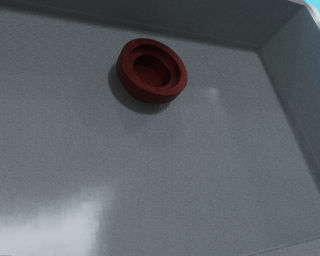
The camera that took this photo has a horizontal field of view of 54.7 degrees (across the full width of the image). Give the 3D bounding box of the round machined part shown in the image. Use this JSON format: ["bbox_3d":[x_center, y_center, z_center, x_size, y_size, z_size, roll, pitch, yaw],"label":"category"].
[{"bbox_3d":[-0.015,-0.074,0.434,0.099,0.042,0.098,14,56,-21],"label":"round machined part"}]
